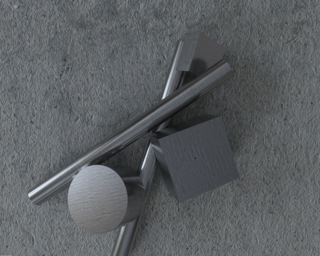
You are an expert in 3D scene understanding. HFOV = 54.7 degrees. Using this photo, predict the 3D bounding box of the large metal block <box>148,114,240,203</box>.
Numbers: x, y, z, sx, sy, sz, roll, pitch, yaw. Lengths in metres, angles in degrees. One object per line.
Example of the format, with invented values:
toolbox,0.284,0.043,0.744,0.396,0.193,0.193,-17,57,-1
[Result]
large metal block,0.041,0.034,0.384,0.081,0.050,0.080,-20,99,-13

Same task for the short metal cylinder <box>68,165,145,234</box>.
short metal cylinder,-0.065,0.086,0.385,0.080,0.050,0.080,-2,83,20

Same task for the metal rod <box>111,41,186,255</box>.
metal rod,-0.010,0.033,0.410,0.025,0.025,0.298,17,90,0

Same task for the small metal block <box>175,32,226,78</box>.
small metal block,0.053,-0.089,0.399,0.050,0.025,0.050,17,90,-40

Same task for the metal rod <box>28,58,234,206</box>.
metal rod,-0.041,0.009,0.393,0.300,0.025,0.025,-34,90,6
